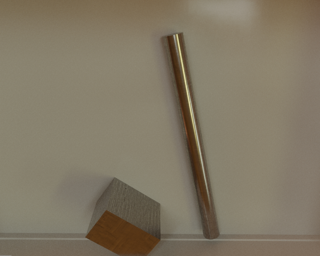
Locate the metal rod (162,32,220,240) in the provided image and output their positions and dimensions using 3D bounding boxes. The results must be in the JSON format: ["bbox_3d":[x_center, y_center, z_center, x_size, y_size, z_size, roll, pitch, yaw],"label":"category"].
[{"bbox_3d":[0.047,0.025,0.421,0.025,0.025,0.298,-12,110,4],"label":"metal rod"}]

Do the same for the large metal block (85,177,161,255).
[{"bbox_3d":[-0.047,0.126,0.428,0.080,0.080,0.050,33,107,-12],"label":"large metal block"}]
